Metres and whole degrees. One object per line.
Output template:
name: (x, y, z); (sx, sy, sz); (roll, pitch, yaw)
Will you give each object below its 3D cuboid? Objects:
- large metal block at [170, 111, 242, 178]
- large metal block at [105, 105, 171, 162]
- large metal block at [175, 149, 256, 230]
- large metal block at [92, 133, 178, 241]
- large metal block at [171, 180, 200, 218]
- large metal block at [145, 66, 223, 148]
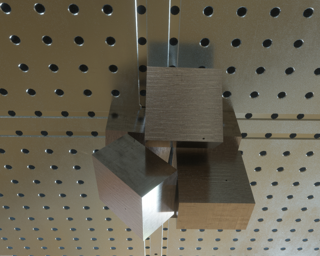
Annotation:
large metal block: (0.056, 0.023, 0.415); (0.080, 0.050, 0.080); (2, 130, -2)
large metal block: (-0.029, 0.020, 0.412); (0.080, 0.050, 0.080); (5, 130, -5)
large metal block: (0.059, 0.072, 0.371); (0.080, 0.080, 0.050); (1, 130, -1)
large metal block: (-0.029, 0.066, 0.355); (0.080, 0.050, 0.080); (33, 140, 32)
large metal block: (0.016, 0.097, 0.451); (0.080, 0.050, 0.080); (2, 175, -1)
large metal block: (0.025, -0.021, 0.348); (0.080, 0.080, 0.050); (2, 168, -2)
